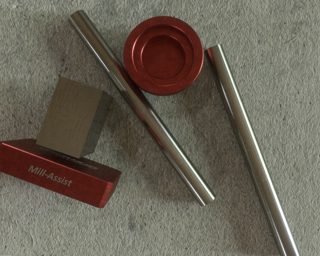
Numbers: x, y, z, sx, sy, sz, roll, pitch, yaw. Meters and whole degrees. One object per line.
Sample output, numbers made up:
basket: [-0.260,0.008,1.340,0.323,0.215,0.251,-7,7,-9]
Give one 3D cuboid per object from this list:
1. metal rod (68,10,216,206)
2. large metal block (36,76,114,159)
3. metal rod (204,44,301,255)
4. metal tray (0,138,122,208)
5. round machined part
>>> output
metal rod: [-0.023,-0.026,0.409,0.025,0.025,0.299,-36,90,0]
large metal block: [-0.100,-0.012,0.381,0.050,0.080,0.080,19,90,0]
metal rod: [0.122,0.034,0.411,0.025,0.025,0.299,-21,90,0]
metal tray: [-0.117,0.051,0.376,0.131,0.090,0.030,21,90,-1]
round machined part: [0.004,-0.090,0.402,0.099,0.042,0.097,0,90,-1]
